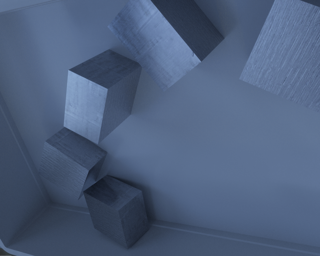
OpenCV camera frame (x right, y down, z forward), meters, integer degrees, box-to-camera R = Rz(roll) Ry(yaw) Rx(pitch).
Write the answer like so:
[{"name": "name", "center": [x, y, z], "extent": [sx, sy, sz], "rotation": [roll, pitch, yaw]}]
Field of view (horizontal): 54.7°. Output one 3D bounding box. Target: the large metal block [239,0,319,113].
[{"name": "large metal block", "center": [0.130, -0.071, 0.280], "extent": [0.080, 0.050, 0.079], "rotation": [26, 127, 11]}]

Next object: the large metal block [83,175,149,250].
[{"name": "large metal block", "center": [-0.069, 0.133, 0.497], "extent": [0.080, 0.050, 0.079], "rotation": [16, 126, 37]}]

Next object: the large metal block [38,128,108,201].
[{"name": "large metal block", "center": [-0.142, 0.057, 0.500], "extent": [0.080, 0.050, 0.079], "rotation": [33, 128, 6]}]

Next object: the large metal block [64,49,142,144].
[{"name": "large metal block", "center": [-0.070, -0.040, 0.383], "extent": [0.050, 0.080, 0.079], "rotation": [27, 128, 11]}]

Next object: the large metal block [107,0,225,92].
[{"name": "large metal block", "center": [0.010, -0.095, 0.308], "extent": [0.080, 0.080, 0.050], "rotation": [49, 128, -7]}]
